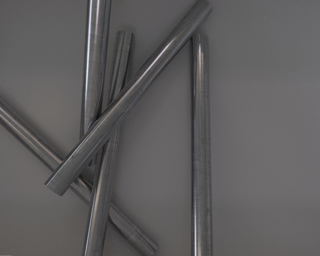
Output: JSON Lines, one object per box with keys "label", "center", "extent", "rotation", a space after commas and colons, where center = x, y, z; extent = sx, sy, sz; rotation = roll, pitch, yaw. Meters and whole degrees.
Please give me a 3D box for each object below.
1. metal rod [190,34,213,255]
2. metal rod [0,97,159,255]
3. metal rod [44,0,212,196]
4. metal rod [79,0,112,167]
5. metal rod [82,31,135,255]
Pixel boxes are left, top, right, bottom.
{"label": "metal rod", "center": [0.050, 0.027, 0.377], "extent": [0.025, 0.025, 0.299], "rotation": [1, 76, 0]}
{"label": "metal rod", "center": [-0.120, 0.062, 0.410], "extent": [0.300, 0.025, 0.025], "rotation": [43, 90, 0]}
{"label": "metal rod", "center": [-0.031, -0.046, 0.381], "extent": [0.025, 0.025, 0.300], "rotation": [38, 78, 0]}
{"label": "metal rod", "center": [-0.071, -0.085, 0.343], "extent": [0.025, 0.025, 0.298], "rotation": [11, 118, 0]}
{"label": "metal rod", "center": [-0.065, 0.023, 0.393], "extent": [0.025, 0.025, 0.298], "rotation": [8, 83, 0]}
